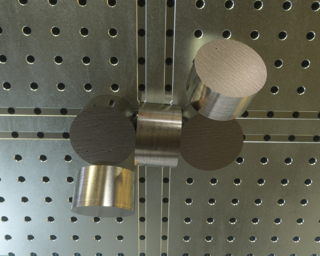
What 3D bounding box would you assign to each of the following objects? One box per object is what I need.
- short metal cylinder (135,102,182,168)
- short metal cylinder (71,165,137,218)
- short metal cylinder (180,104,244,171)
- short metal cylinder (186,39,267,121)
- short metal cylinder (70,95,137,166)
[{"bbox_3d":[-0.003,0.009,0.387,0.050,0.080,0.079,5,110,-2],"label":"short metal cylinder"},{"bbox_3d":[-0.073,0.086,0.409,0.081,0.050,0.080,1,154,1],"label":"short metal cylinder"},{"bbox_3d":[0.062,0.008,0.403,0.081,0.050,0.079,0,110,-1],"label":"short metal cylinder"},{"bbox_3d":[0.074,-0.055,0.358,0.081,0.080,0.050,8,151,-4],"label":"short metal cylinder"},{"bbox_3d":[-0.069,0.003,0.399,0.081,0.050,0.079,0,110,-1],"label":"short metal cylinder"}]
